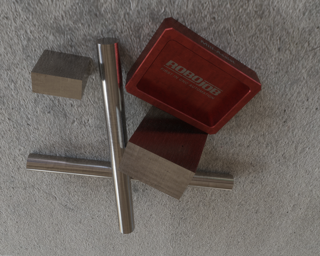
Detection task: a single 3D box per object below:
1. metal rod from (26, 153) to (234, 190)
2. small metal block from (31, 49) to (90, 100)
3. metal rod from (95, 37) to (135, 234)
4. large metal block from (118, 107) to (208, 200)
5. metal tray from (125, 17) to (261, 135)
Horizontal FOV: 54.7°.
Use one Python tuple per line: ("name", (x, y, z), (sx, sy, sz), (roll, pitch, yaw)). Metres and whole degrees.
("metal rod", (-0.039, 0.066, 0.463), (0.302, 0.025, 0.025), (7, 130, -7))
("small metal block", (-0.107, -0.059, 0.339), (0.050, 0.050, 0.025), (9, 130, -8))
("metal rod", (-0.054, 0.033, 0.409), (0.025, 0.025, 0.298), (-1, 123, 0))
("large metal block", (0.006, 0.028, 0.381), (0.080, 0.080, 0.050), (26, 128, 3))
("metal tray", (0.038, -0.054, 0.358), (0.131, 0.030, 0.090), (26, 125, -21))
